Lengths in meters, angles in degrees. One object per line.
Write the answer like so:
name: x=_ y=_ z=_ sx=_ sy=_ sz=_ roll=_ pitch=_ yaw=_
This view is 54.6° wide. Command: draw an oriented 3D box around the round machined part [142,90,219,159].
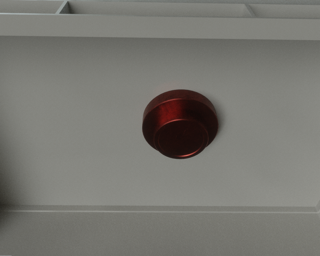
round machined part: x=0.026 y=0.002 z=0.400 sx=0.099 sy=0.042 sz=0.097 roll=0 pitch=130 yaw=0
